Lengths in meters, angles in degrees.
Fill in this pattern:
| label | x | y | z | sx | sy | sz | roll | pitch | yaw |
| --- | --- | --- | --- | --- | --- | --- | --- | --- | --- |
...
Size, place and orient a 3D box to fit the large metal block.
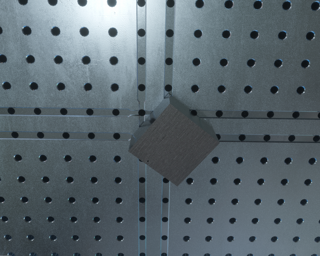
| label | x | y | z | sx | sy | sz | roll | pitch | yaw |
| --- | --- | --- | --- | --- | --- | --- | --- | --- | --- |
| large metal block | 0.017 | 0.015 | 0.406 | 0.080 | 0.050 | 0.080 | 38 | 106 | -13 |
